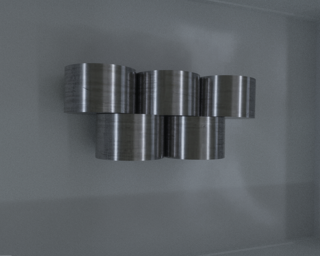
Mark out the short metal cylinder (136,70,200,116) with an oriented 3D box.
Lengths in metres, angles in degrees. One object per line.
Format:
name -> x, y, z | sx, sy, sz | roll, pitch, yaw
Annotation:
short metal cylinder -> 0.009, -0.039, 0.382 | 0.081, 0.080, 0.050 | 1, 90, -20

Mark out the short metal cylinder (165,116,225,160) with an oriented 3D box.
short metal cylinder -> 0.042, 0.011, 0.395 | 0.081, 0.080, 0.050 | 1, 90, -20

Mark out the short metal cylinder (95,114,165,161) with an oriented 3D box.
short metal cylinder -> -0.035, 0.010, 0.366 | 0.081, 0.080, 0.050 | 1, 90, -20

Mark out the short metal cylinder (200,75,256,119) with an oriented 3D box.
short metal cylinder -> 0.085, -0.038, 0.410 | 0.081, 0.080, 0.050 | 2, 90, -20

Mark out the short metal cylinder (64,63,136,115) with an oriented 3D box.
short metal cylinder -> -0.068, -0.041, 0.354 | 0.081, 0.080, 0.050 | 1, 90, -20
